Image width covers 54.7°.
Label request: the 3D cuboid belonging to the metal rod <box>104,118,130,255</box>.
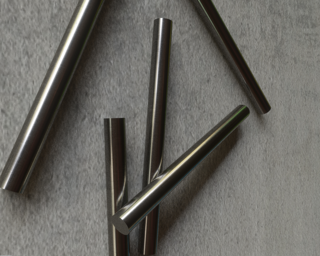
[{"bbox_3d":[-0.048,0.137,0.366,0.025,0.025,0.298,-3,92,-40],"label":"metal rod"}]

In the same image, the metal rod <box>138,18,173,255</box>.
[{"bbox_3d":[-0.006,0.008,0.401,0.025,0.025,0.298,7,86,-40],"label":"metal rod"}]

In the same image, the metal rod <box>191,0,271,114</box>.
[{"bbox_3d":[0.107,-0.134,0.496,0.300,0.025,0.025,50,60,-29],"label":"metal rod"}]

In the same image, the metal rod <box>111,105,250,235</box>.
[{"bbox_3d":[0.050,0.037,0.425,0.302,0.025,0.025,-35,112,-42],"label":"metal rod"}]

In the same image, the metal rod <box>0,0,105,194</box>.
[{"bbox_3d":[-0.095,-0.080,0.326,0.025,0.025,0.299,29,72,-37],"label":"metal rod"}]
